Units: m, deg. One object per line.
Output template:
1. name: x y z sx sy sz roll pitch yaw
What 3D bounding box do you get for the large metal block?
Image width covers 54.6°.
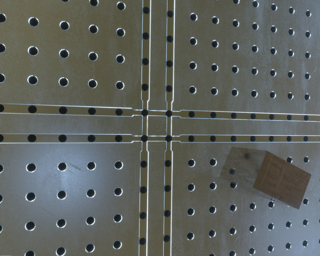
1. large metal block: 0.145 0.068 0.437 0.080 0.080 0.050 27 81 -18
